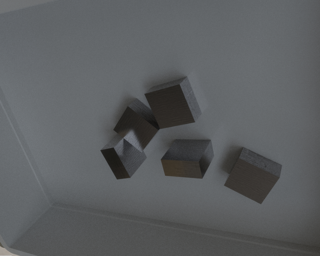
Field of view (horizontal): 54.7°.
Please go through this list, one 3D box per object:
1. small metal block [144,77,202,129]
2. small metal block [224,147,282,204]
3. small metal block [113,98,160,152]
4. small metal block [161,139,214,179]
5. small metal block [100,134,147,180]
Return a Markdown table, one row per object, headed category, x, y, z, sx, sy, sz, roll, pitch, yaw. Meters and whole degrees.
| category | x | y | z | sx | sy | sz | roll | pitch | yaw |
| --- | --- | --- | --- | --- | --- | --- | --- | --- | --- |
| small metal block | 0.017 | -0.030 | 0.381 | 0.050 | 0.025 | 0.050 | -11 | 113 | 33 |
| small metal block | 0.115 | 0.059 | 0.385 | 0.050 | 0.025 | 0.050 | 26 | 128 | 12 |
| small metal block | -0.028 | -0.003 | 0.422 | 0.050 | 0.025 | 0.050 | 39 | 129 | 2 |
| small metal block | 0.036 | 0.038 | 0.397 | 0.050 | 0.050 | 0.025 | 0 | 118 | 28 |
| small metal block | -0.050 | 0.037 | 0.442 | 0.025 | 0.050 | 0.050 | -13 | 112 | 34 |
